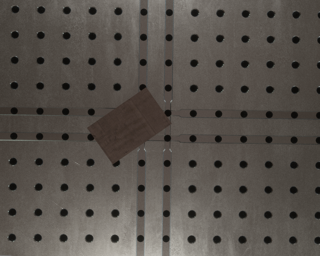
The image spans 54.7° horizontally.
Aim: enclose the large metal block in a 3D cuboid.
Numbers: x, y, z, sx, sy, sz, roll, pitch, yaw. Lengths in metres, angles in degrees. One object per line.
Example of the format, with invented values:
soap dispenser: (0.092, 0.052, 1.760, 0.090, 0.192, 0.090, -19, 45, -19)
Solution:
large metal block: (-0.034, -0.003, 0.385, 0.080, 0.080, 0.050, -35, 90, 0)
